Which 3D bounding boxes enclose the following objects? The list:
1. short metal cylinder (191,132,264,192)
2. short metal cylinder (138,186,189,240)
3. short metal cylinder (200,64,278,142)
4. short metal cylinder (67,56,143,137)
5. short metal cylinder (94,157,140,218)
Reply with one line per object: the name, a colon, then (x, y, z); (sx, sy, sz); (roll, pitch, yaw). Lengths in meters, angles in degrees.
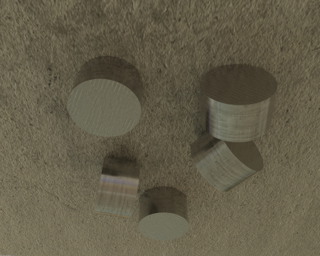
short metal cylinder: (0.086, 0.035, 0.401); (0.080, 0.080, 0.050); (31, 123, -24)
short metal cylinder: (0.006, 0.141, 0.511); (0.081, 0.050, 0.079); (0, 130, 0)
short metal cylinder: (0.085, -0.029, 0.347); (0.080, 0.080, 0.050); (-4, 130, 3)
short metal cylinder: (-0.061, -0.036, 0.360); (0.081, 0.050, 0.079); (0, 130, 0)
short metal cylinder: (-0.062, 0.085, 0.442); (0.050, 0.080, 0.079); (11, 129, -9)
